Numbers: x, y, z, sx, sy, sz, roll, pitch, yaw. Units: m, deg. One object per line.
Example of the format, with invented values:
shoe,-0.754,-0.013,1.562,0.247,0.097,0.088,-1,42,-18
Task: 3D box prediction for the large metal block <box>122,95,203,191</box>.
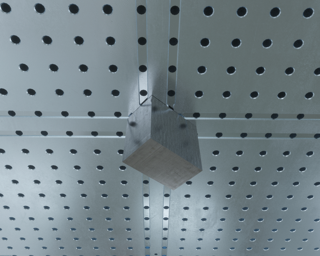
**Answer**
large metal block,0.003,0.019,0.391,0.080,0.080,0.050,34,123,-26
